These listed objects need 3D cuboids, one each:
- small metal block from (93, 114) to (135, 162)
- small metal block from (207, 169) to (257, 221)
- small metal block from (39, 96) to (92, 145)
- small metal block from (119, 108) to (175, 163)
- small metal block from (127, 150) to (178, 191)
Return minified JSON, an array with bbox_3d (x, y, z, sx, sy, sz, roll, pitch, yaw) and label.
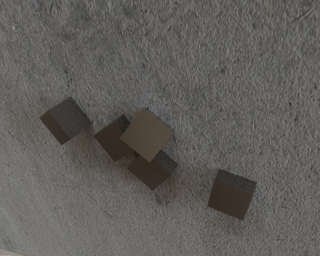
[{"bbox_3d":[-0.059,0.015,0.448,0.050,0.025,0.050,-30,102,37],"label":"small metal block"},{"bbox_3d":[0.095,0.088,0.412,0.050,0.025,0.050,19,126,17],"label":"small metal block"},{"bbox_3d":[-0.138,-0.011,0.457,0.025,0.050,0.050,-29,103,37],"label":"small metal block"},{"bbox_3d":[-0.016,0.008,0.406,0.050,0.025,0.050,39,98,2],"label":"small metal block"},{"bbox_3d":[-0.011,0.056,0.447,0.050,0.025,0.050,42,129,-1],"label":"small metal block"}]
